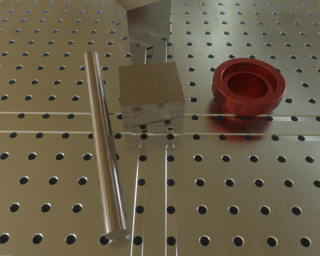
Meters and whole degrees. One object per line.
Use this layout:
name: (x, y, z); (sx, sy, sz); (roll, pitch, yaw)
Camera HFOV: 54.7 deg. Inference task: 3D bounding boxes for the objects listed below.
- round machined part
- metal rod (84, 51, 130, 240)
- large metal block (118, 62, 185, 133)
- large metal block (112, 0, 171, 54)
round machined part: (0.123, -0.053, 0.442); (0.099, 0.042, 0.098); (0, 50, 0)
metal rod: (-0.077, -0.003, 0.409); (0.025, 0.025, 0.300); (-10, 51, -8)
large metal block: (-0.013, -0.044, 0.428); (0.081, 0.050, 0.080); (-5, 50, -5)
large metal block: (-0.030, -0.184, 0.526); (0.081, 0.080, 0.050); (-26, 55, -20)
